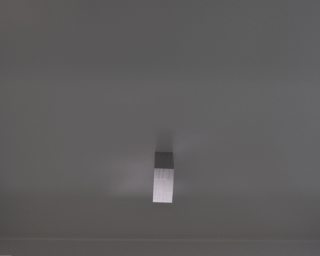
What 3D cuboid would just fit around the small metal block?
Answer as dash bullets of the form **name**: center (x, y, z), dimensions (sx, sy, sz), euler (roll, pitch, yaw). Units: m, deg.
- **small metal block**: center (0.004, 0.066, 0.422), dimensions (0.025, 0.050, 0.050), euler (2, 110, -1)
